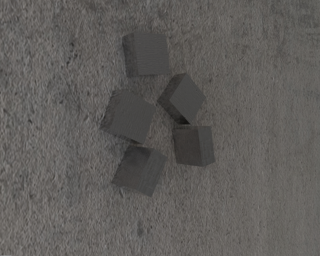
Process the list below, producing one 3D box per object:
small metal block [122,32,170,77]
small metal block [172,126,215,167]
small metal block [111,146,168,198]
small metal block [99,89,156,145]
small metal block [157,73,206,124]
[{"bbox_3d":[-0.017,-0.091,0.390,0.050,0.025,0.050,-11,97,-39],"label":"small metal block"},{"bbox_3d":[0.046,0.024,0.426,0.025,0.050,0.050,-14,99,-39],"label":"small metal block"},{"bbox_3d":[-0.025,0.050,0.367,0.025,0.050,0.050,36,68,-34],"label":"small metal block"},{"bbox_3d":[-0.038,-0.013,0.372,0.050,0.025,0.050,28,73,-37],"label":"small metal block"},{"bbox_3d":[0.031,-0.040,0.430,0.050,0.025,0.050,46,62,-30],"label":"small metal block"}]
